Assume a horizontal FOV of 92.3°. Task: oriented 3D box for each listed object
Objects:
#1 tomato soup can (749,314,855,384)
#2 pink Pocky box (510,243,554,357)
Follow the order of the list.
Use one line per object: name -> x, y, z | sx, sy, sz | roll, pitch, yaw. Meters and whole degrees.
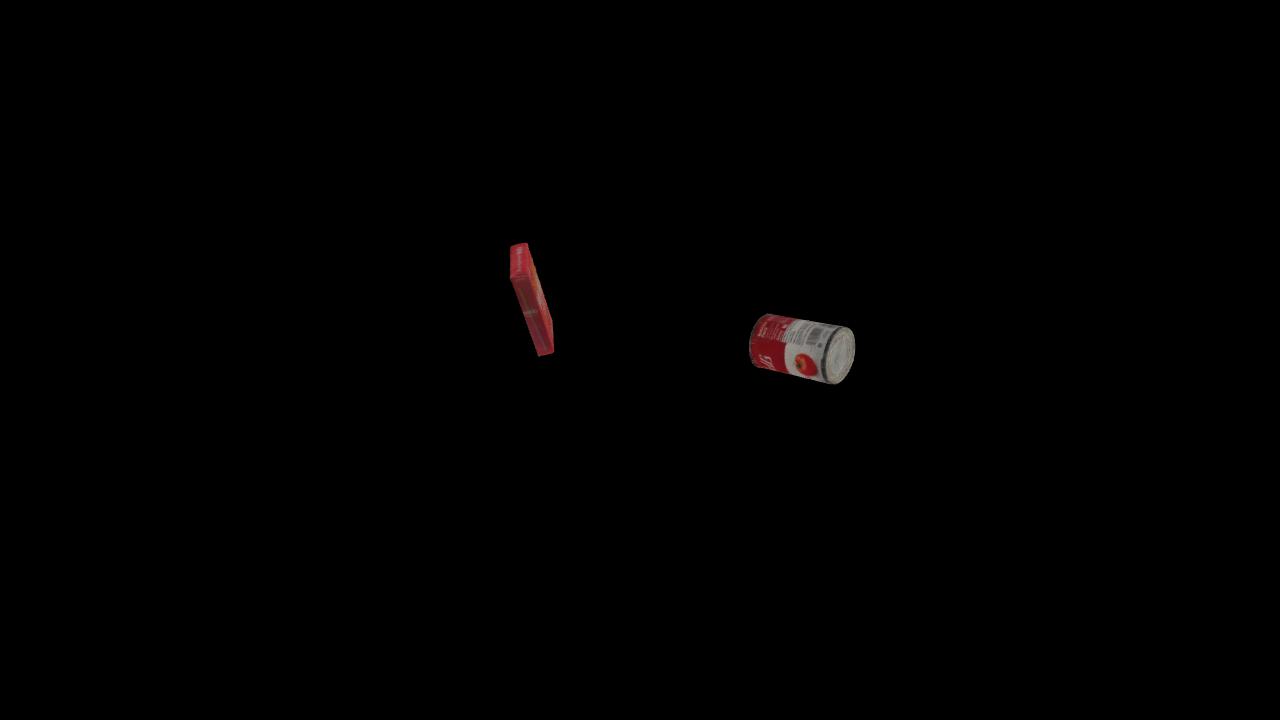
tomato soup can -> 0.187, -0.014, 0.709 | 0.101, 0.068, 0.068 | 15, 10, 43
pink Pocky box -> -0.161, -0.089, 0.924 | 0.029, 0.155, 0.084 | -12, 43, 0
